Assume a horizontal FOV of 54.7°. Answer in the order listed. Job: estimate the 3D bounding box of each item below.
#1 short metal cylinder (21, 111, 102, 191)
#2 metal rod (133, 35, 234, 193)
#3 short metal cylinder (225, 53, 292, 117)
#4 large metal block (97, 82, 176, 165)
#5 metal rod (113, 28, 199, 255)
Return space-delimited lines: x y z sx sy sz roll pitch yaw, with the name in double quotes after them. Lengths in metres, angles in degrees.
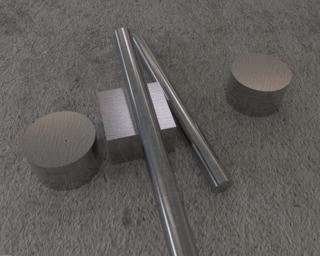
-0.113 0.026 0.364 0.081 0.050 0.080 0 50 0 "short metal cylinder"
0.017 -0.041 0.437 0.025 0.025 0.300 -16 52 -13 "metal rod"
0.137 -0.062 0.440 0.081 0.050 0.080 0 50 0 "short metal cylinder"
-0.030 -0.008 0.393 0.081 0.050 0.080 -11 51 -10 "large metal block"
-0.013 -0.003 0.340 0.025 0.025 0.299 -11 58 -9 "metal rod"
